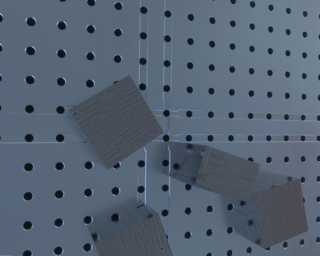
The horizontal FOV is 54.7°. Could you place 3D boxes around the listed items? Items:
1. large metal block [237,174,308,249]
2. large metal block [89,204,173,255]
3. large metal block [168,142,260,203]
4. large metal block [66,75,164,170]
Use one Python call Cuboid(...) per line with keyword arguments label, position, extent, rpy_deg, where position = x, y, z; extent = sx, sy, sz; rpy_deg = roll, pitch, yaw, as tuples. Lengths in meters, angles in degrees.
Cuboid(label="large metal block", position=(0.165, 0.120, 0.463), extent=(0.081, 0.050, 0.079), rpy_deg=(-13, 95, -20))
Cuboid(label="large metal block", position=(-0.033, 0.154, 0.388), extent=(0.081, 0.050, 0.080), rpy_deg=(-21, 97, -19))
Cuboid(label="large metal block", position=(0.069, 0.056, 0.410), extent=(0.081, 0.080, 0.050), rpy_deg=(20, 84, -19))
Cuboid(label="large metal block", position=(-0.056, -0.007, 0.379), extent=(0.080, 0.050, 0.080), rpy_deg=(-34, 101, -17))
